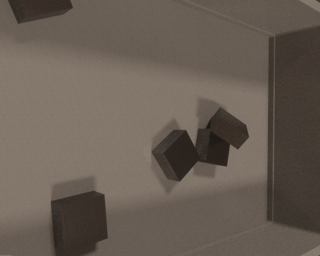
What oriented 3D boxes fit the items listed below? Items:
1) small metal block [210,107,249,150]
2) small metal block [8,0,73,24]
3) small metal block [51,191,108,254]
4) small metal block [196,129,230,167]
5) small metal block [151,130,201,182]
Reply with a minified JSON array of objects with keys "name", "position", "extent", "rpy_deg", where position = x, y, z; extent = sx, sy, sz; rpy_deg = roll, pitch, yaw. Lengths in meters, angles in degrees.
[{"name":"small metal block","position":[0.104,-0.001,0.467],"extent":[0.050,0.025,0.050],"rpy_deg":[34,23,-4]},{"name":"small metal block","position":[-0.122,-0.136,0.305],"extent":[0.050,0.025,0.050],"rpy_deg":[-30,109,-36]},{"name":"small metal block","position":[-0.087,0.100,0.336],"extent":[0.050,0.025,0.050],"rpy_deg":[-7,94,-40]},{"name":"small metal block","position":[0.081,0.030,0.478],"extent":[0.050,0.025,0.050],"rpy_deg":[16,80,-39]},{"name":"small metal block","position":[0.023,0.037,0.428],"extent":[0.050,0.025,0.050],"rpy_deg":[-43,117,-31]}]
